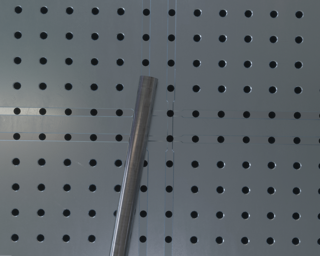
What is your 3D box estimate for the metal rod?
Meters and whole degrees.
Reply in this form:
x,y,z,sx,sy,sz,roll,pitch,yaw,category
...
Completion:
x,y,z,sx,sy,sz,roll,pitch,yaw,category
-0.040,0.080,0.413,0.025,0.025,0.298,10,90,0,metal rod
